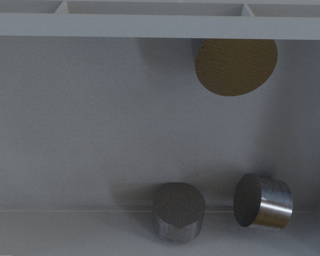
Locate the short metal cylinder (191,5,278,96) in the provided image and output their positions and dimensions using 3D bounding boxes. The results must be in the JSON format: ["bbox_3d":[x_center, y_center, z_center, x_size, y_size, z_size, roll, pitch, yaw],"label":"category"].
[{"bbox_3d":[0.075,-0.080,0.325,0.081,0.050,0.079,0,130,0],"label":"short metal cylinder"}]

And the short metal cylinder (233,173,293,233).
[{"bbox_3d":[0.154,0.114,0.471,0.050,0.080,0.079,14,129,-12],"label":"short metal cylinder"}]

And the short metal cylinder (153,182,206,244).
[{"bbox_3d":[0.029,0.132,0.486,0.081,0.080,0.050,1,130,-1],"label":"short metal cylinder"}]
